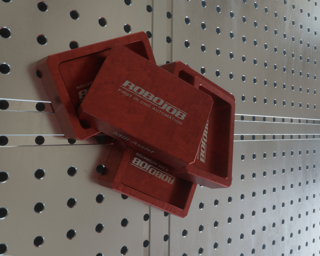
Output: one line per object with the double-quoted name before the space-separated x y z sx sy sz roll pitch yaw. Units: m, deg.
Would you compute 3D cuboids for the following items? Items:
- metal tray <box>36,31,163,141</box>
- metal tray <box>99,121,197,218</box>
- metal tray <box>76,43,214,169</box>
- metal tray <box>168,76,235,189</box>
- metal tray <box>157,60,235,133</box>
"metal tray" -0.059 -0.051 0.355 0.131 0.030 0.090 -28 107 -36
"metal tray" -0.004 0.054 0.402 0.130 0.030 0.090 33 70 -35
"metal tray" -0.012 -0.023 0.342 0.131 0.030 0.090 28 63 -13
"metal tray" 0.060 0.008 0.414 0.090 0.030 0.130 25 63 -37
"metal tray" 0.050 -0.027 0.445 0.131 0.030 0.090 24 75 -36
